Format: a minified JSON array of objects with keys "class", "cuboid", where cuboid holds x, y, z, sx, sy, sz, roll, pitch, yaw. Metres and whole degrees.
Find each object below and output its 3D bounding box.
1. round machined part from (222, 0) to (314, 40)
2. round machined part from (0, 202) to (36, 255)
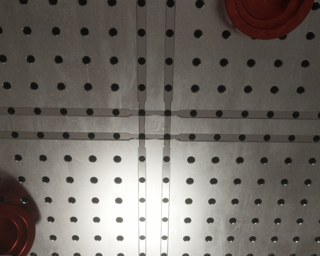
[{"class":"round machined part","cuboid":[0.118,-0.152,0.350,0.099,0.042,0.097,0,110,-1]},{"class":"round machined part","cuboid":[-0.234,0.153,0.439,0.042,0.099,0.097,2,117,44]}]
